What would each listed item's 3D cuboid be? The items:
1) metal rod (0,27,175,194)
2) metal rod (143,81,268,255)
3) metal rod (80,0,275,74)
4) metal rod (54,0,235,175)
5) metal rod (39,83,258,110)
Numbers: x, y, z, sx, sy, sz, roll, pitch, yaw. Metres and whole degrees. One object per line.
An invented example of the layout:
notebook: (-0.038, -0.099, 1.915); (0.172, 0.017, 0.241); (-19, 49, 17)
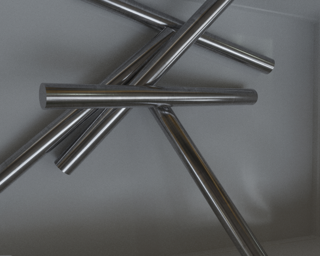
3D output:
metal rod: (-0.093, -0.021, 0.369); (0.301, 0.025, 0.025); (-43, 104, -13)
metal rod: (0.053, 0.059, 0.368); (0.025, 0.025, 0.299); (-28, 75, -18)
metal rod: (0.030, -0.133, 0.422); (0.302, 0.025, 0.025); (16, 85, -20)
metal rod: (-0.014, -0.062, 0.376); (0.025, 0.025, 0.300); (44, 87, -15)
metal rod: (0.014, -0.038, 0.375); (0.303, 0.025, 0.025); (-4, 92, -36)
